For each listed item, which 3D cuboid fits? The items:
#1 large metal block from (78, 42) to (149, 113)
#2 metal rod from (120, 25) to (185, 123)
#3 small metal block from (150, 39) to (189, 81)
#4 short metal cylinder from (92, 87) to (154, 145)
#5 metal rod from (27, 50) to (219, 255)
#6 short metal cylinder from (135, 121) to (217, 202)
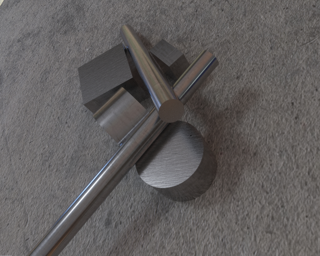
[{"bbox_3d":[-0.071,-0.069,0.468,0.080,0.050,0.080,-27,52,11],"label":"large metal block"},{"bbox_3d":[-0.023,-0.091,0.413,0.025,0.025,0.300,-34,33,6],"label":"metal rod"},{"bbox_3d":[0.018,-0.090,0.433,0.025,0.050,0.050,-43,51,-1],"label":"small metal block"},{"bbox_3d":[-0.038,-0.006,0.393,0.050,0.080,0.080,-45,51,-3],"label":"short metal cylinder"},{"bbox_3d":[-0.038,0.033,0.339,0.025,0.025,0.300,34,81,38],"label":"metal rod"},{"bbox_3d":[0.019,0.038,0.355,0.080,0.050,0.080,-13,56,21],"label":"short metal cylinder"}]
